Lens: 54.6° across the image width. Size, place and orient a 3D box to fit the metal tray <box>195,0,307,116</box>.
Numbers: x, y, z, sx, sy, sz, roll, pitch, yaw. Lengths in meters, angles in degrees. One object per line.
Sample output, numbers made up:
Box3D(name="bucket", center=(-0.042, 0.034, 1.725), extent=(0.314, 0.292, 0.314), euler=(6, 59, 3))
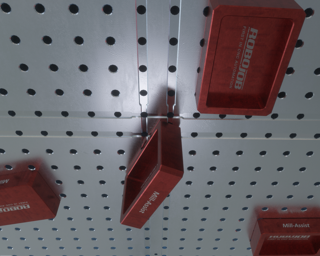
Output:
Box3D(name="metal tray", center=(0.093, -0.074, 0.345), extent=(0.091, 0.030, 0.129), euler=(2, 130, -2))

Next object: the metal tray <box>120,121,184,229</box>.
Box3D(name="metal tray", center=(-0.014, 0.065, 0.423), extent=(0.030, 0.090, 0.129), euler=(20, 127, -16))

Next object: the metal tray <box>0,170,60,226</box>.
Box3D(name="metal tray", center=(-0.245, 0.118, 0.507), extent=(0.130, 0.030, 0.090), euler=(-11, 130, 8))

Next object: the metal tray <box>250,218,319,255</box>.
Box3D(name="metal tray", center=(0.246, 0.210, 0.588), extent=(0.131, 0.030, 0.089), euler=(-1, 130, 0))
